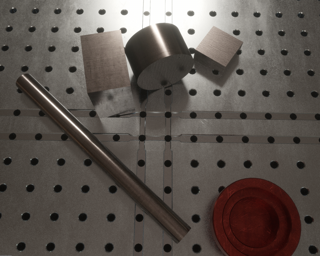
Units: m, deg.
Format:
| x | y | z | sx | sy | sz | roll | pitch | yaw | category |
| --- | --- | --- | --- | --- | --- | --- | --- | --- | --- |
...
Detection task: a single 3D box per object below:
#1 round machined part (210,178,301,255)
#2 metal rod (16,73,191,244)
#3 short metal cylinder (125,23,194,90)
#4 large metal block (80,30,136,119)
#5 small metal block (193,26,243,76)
| x | y | z | sx | sy | sz | roll | pitch | yaw | category |
| --- | --- | --- | --- | --- | --- | --- | --- | --- | --- |
| 0.108 | 0.111 | 0.364 | 0.099 | 0.042 | 0.098 | 0 | 70 | -1 | round machined part |
| -0.081 | 0.031 | 0.399 | 0.300 | 0.025 | 0.025 | 41 | 75 | 13 | metal rod |
| -0.001 | -0.094 | 0.417 | 0.080 | 0.080 | 0.050 | -20 | 72 | -7 | short metal cylinder |
| -0.066 | -0.068 | 0.406 | 0.050 | 0.080 | 0.080 | -10 | 71 | -4 | large metal block |
| 0.085 | -0.114 | 0.454 | 0.050 | 0.025 | 0.050 | 33 | 73 | 11 | small metal block |
